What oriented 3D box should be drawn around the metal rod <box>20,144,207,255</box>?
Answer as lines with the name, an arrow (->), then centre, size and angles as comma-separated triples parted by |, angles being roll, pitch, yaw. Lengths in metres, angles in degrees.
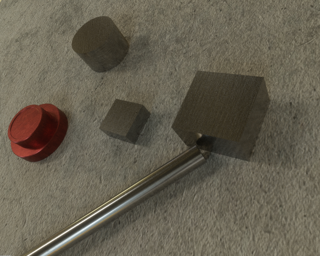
metal rod -> -0.077, 0.111, 0.374 | 0.300, 0.025, 0.025 | -33, 52, 6

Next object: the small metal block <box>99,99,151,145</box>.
small metal block -> -0.049, -0.010, 0.434 | 0.050, 0.025, 0.050 | 15, 69, 33

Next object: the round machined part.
round machined part -> -0.201, 0.001, 0.495 | 0.098, 0.042, 0.098 | -13, 56, 20

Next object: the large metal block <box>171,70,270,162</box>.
large metal block -> 0.072, -0.016, 0.359 | 0.080, 0.050, 0.080 | 13, 68, 33

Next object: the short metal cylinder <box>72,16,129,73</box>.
short metal cylinder -> -0.101, -0.142, 0.525 | 0.080, 0.050, 0.080 | -13, 56, 20
